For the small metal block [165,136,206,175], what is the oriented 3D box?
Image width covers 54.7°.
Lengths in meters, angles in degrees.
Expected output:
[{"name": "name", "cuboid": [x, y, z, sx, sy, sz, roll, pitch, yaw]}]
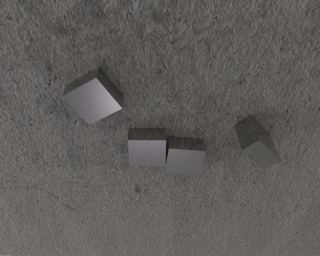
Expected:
[{"name": "small metal block", "cuboid": [0.034, 0.040, 0.442, 0.050, 0.025, 0.050, 4, 130, -4]}]

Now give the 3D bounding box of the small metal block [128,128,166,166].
[{"name": "small metal block", "cuboid": [-0.017, 0.027, 0.430, 0.050, 0.025, 0.050, 0, 130, -1]}]

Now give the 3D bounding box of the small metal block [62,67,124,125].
[{"name": "small metal block", "cuboid": [-0.080, -0.038, 0.374, 0.050, 0.025, 0.050, -24, 126, 19]}]

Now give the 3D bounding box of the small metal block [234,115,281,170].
[{"name": "small metal block", "cuboid": [0.128, 0.018, 0.408, 0.025, 0.050, 0.050, -37, 121, 27]}]
